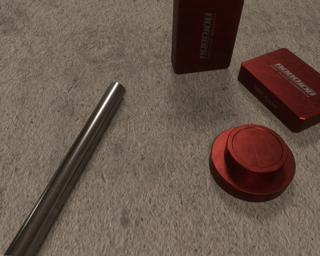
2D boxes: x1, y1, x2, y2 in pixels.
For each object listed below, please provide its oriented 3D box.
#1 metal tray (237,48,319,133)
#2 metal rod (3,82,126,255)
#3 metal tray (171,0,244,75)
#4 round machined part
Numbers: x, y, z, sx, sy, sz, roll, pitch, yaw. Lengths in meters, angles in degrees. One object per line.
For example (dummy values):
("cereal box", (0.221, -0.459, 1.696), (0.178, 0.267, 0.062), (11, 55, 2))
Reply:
("metal tray", (0.189, -0.060, 0.453), (0.091, 0.030, 0.130), (-22, 54, -18))
("metal rod", (-0.107, 0.053, 0.357), (0.025, 0.025, 0.300), (14, 51, 11))
("metal tray", (0.066, -0.142, 0.455), (0.091, 0.129, 0.030), (-8, 51, -7))
("round machined part", (0.110, 0.034, 0.365), (0.099, 0.042, 0.098), (0, 50, 0))
